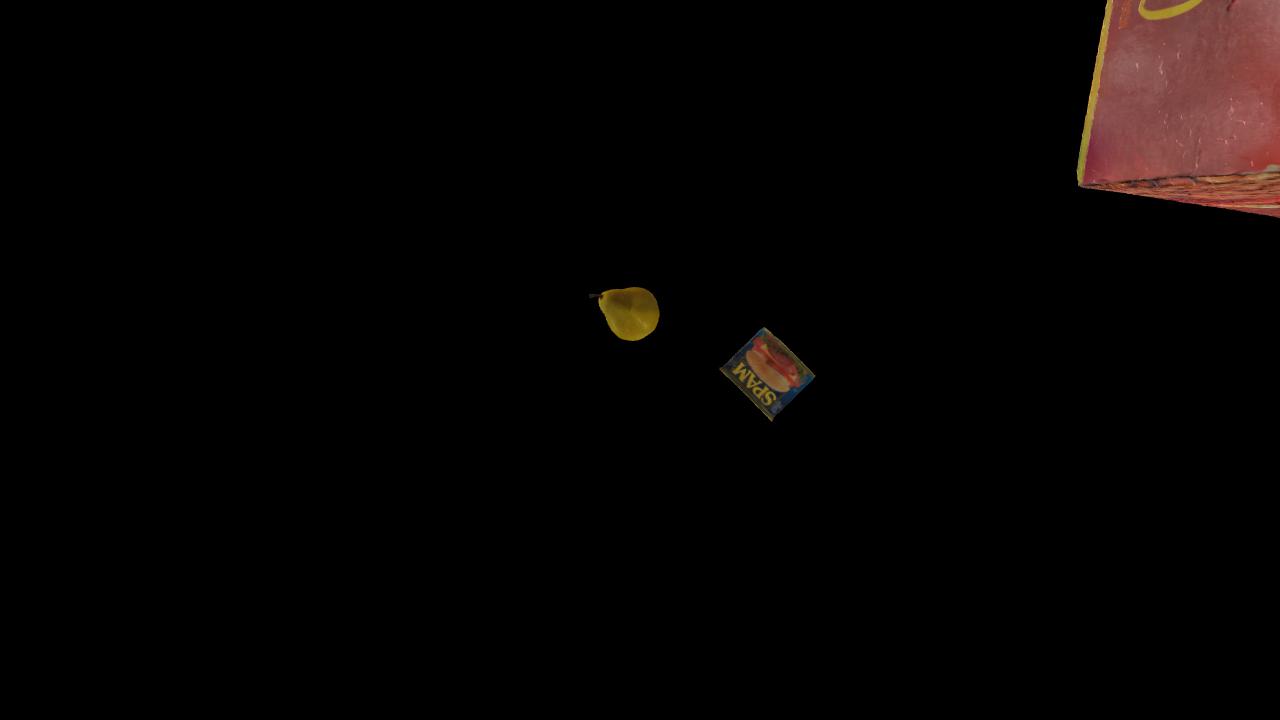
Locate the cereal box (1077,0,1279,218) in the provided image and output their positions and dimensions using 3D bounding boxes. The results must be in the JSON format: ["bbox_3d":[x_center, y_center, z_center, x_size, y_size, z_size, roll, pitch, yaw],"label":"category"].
[{"bbox_3d":[0.340,-0.169,0.281,0.306,0.203,0.081,-3,11,-26],"label":"cereal box"}]

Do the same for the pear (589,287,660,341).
[{"bbox_3d":[-0.024,-0.078,0.875,0.080,0.080,0.111,0,-27,40],"label":"pear"}]

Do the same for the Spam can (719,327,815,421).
[{"bbox_3d":[0.174,0.018,0.841,0.085,0.101,0.058,-45,-6,5],"label":"Spam can"}]
